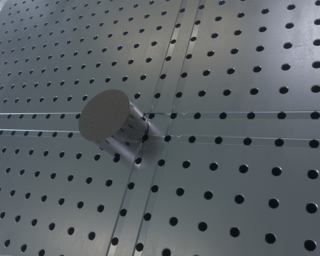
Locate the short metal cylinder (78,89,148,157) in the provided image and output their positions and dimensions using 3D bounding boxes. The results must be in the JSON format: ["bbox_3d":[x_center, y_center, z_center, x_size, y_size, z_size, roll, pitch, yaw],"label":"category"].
[{"bbox_3d":[-0.065,-0.007,0.431,0.080,0.050,0.080,-13,56,21],"label":"short metal cylinder"}]
